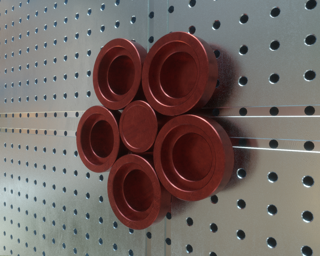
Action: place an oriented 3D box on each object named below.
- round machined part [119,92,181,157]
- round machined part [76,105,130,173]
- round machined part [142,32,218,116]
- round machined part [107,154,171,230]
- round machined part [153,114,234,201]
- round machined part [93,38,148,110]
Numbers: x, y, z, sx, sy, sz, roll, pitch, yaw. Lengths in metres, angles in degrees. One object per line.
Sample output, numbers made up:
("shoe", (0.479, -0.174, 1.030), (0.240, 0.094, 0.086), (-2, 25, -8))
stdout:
("round machined part", (-0.016, -0.002, 0.412), (0.098, 0.042, 0.097), (0, 90, 40))
("round machined part", (-0.079, 0.016, 0.464), (0.098, 0.042, 0.097), (0, 90, 40))
("round machined part", (0.028, -0.063, 0.376), (0.098, 0.042, 0.097), (0, 90, 40))
("round machined part", (-0.023, 0.082, 0.418), (0.098, 0.042, 0.097), (0, 90, 40))
("round machined part", (0.042, 0.033, 0.364), (0.098, 0.042, 0.097), (0, 90, 40))
("round machined part", (-0.048, -0.074, 0.439), (0.098, 0.042, 0.097), (0, 90, 40))
